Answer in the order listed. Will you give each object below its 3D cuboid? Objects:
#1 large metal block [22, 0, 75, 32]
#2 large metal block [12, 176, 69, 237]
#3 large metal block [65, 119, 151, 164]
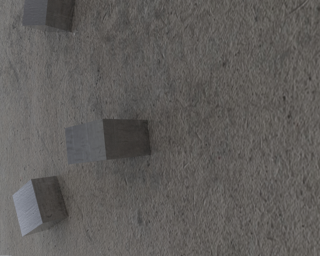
[{"bbox_3d":[-0.198,-0.218,0.553,0.080,0.050,0.079,15,99,39],"label":"large metal block"},{"bbox_3d":[-0.222,0.144,0.573,0.080,0.050,0.080,-36,68,34],"label":"large metal block"},{"bbox_3d":[-0.071,0.019,0.428,0.080,0.081,0.050,-11,83,39],"label":"large metal block"}]
